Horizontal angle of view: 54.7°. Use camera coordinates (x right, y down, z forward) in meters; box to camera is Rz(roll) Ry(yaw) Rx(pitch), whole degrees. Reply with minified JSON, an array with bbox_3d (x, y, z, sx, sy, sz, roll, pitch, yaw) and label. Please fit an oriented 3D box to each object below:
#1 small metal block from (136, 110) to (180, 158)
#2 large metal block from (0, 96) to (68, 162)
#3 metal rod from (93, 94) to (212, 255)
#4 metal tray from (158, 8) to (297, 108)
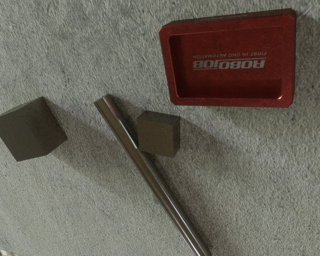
[{"bbox_3d":[-0.001,0.008,0.411,0.050,0.025,0.050,11,123,22],"label":"small metal block"},{"bbox_3d":[-0.212,0.003,0.501,0.080,0.050,0.080,-13,112,33],"label":"large metal block"},{"bbox_3d":[-0.004,0.083,0.458,0.025,0.025,0.299,-21,108,35],"label":"metal rod"},{"bbox_3d":[0.070,-0.069,0.323,0.130,0.030,0.089,3,120,26],"label":"metal tray"}]
